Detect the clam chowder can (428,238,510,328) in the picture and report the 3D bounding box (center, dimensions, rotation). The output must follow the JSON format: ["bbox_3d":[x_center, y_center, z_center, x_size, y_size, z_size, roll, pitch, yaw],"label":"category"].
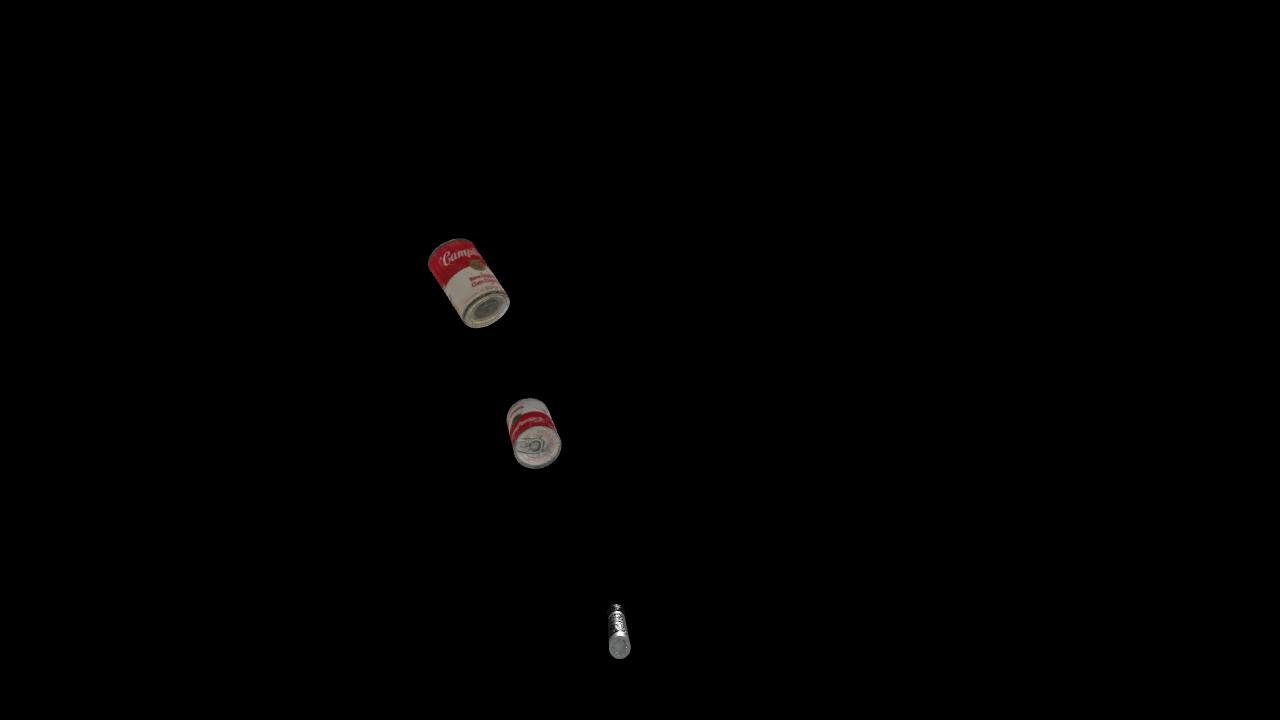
[{"bbox_3d":[-0.223,-0.099,0.804,0.068,0.102,0.068,-31,-21,-13],"label":"clam chowder can"}]

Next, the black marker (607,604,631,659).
[{"bbox_3d":[-0.021,0.254,0.583,0.020,0.020,0.121,0,-9,-4],"label":"black marker"}]

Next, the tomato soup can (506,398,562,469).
[{"bbox_3d":[-0.156,0.104,0.897,0.068,0.068,0.101,0,21,-18],"label":"tomato soup can"}]
